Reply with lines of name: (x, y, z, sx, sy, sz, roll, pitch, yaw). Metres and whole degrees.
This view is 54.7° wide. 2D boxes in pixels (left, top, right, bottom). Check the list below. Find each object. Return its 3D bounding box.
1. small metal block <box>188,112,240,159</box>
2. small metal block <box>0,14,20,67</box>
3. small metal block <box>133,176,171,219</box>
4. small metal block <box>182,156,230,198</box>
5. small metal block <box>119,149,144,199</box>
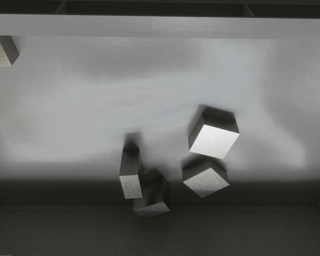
small metal block: (0.071, 0.011, 0.419, 0.050, 0.025, 0.050, 14, 129, -12)
small metal block: (-0.188, -0.091, 0.329, 0.050, 0.025, 0.050, -6, 130, 5)
small metal block: (-0.012, 0.108, 0.485, 0.050, 0.050, 0.025, -21, 127, 16)
small metal block: (0.069, 0.075, 0.474, 0.050, 0.025, 0.050, -32, 123, 24)
small metal block: (-0.040, 0.066, 0.449, 0.025, 0.050, 0.050, -4, 130, 3)
